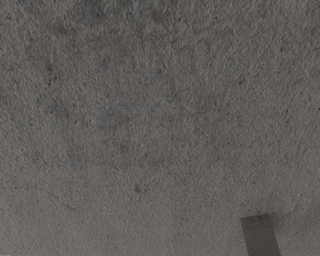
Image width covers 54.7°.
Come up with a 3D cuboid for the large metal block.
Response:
[{"bbox_3d":[0.182,0.214,0.555,0.050,0.080,0.080,-14,129,11],"label":"large metal block"}]
